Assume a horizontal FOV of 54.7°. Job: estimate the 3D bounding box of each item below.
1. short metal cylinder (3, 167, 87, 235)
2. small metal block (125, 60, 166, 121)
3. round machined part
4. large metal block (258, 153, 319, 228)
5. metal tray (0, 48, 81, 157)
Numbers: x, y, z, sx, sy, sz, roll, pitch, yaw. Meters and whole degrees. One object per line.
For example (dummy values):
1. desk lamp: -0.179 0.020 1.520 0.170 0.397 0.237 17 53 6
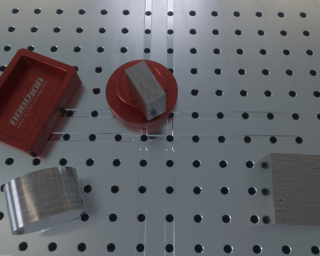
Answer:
1. short metal cylinder: -0.129 0.083 0.351 0.080 0.080 0.050 -19 71 -7
2. small metal block: -0.017 -0.043 0.369 0.025 0.050 0.050 -29 73 -10
3. round machined part: -0.025 -0.052 0.421 0.099 0.042 0.098 0 70 0
4. large metal block: 0.167 0.077 0.371 0.080 0.050 0.080 3 70 1
5. metal tray: -0.179 -0.037 0.421 0.090 0.030 0.130 21 71 7
